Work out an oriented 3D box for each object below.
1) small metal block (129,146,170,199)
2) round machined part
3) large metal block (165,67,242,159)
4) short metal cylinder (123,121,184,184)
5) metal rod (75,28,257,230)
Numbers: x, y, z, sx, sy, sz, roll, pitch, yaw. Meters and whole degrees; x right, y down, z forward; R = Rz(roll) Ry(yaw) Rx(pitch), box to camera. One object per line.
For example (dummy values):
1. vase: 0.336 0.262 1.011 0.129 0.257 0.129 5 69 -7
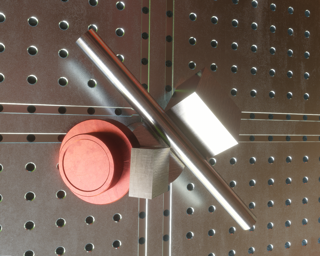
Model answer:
1. small metal block: -0.010 0.046 0.336 0.025 0.050 0.050 3 89 20
2. round machined part: -0.072 0.038 0.346 0.098 0.042 0.097 1 94 18
3. large metal block: 0.057 -0.020 0.394 0.080 0.050 0.080 48 32 -14
4. short metal cylinder: -0.013 0.031 0.390 0.081 0.050 0.079 0 90 -20
5. metal rod: 0.017 0.012 0.362 0.025 0.025 0.300 -45 104 -14
